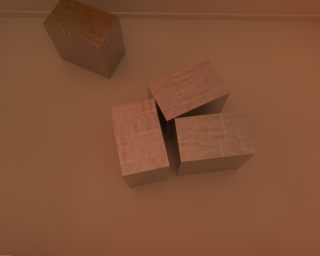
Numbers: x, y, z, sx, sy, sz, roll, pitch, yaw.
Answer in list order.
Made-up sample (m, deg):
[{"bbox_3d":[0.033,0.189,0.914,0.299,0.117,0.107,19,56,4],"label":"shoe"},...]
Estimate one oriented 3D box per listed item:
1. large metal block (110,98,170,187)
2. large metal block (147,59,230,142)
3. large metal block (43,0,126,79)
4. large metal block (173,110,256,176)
[{"bbox_3d":[-0.023,0.021,0.372,0.050,0.080,0.080,-12,71,-4],"label":"large metal block"},{"bbox_3d":[0.033,-0.032,0.392,0.080,0.080,0.050,-25,72,-9],"label":"large metal block"},{"bbox_3d":[-0.099,-0.121,0.424,0.080,0.080,0.050,24,72,8],"label":"large metal block"},{"bbox_3d":[0.059,0.021,0.373,0.081,0.080,0.050,-6,70,-2],"label":"large metal block"}]
